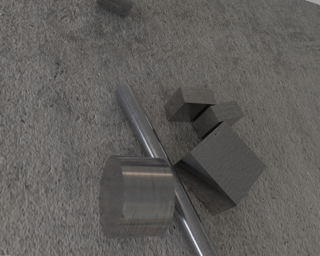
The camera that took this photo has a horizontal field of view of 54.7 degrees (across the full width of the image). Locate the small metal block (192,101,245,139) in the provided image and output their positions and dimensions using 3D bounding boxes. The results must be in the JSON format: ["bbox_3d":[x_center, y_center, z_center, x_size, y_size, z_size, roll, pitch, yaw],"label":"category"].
[{"bbox_3d":[0.082,-0.011,0.439,0.050,0.050,0.025,-14,69,-34],"label":"small metal block"}]

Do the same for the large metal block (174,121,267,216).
[{"bbox_3d":[0.076,0.050,0.398,0.080,0.050,0.080,49,51,5],"label":"large metal block"}]

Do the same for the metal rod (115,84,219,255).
[{"bbox_3d":[0.018,0.077,0.366,0.025,0.025,0.299,-16,70,-34],"label":"metal rod"}]

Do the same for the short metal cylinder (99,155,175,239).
[{"bbox_3d":[-0.026,0.069,0.313,0.050,0.080,0.080,6,59,-25],"label":"short metal cylinder"}]

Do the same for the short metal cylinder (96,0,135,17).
[{"bbox_3d":[-0.058,-0.217,0.470,0.050,0.080,0.080,21,54,-16],"label":"short metal cylinder"}]

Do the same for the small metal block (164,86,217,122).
[{"bbox_3d":[0.041,-0.031,0.429,0.050,0.050,0.025,2,61,-27],"label":"small metal block"}]
